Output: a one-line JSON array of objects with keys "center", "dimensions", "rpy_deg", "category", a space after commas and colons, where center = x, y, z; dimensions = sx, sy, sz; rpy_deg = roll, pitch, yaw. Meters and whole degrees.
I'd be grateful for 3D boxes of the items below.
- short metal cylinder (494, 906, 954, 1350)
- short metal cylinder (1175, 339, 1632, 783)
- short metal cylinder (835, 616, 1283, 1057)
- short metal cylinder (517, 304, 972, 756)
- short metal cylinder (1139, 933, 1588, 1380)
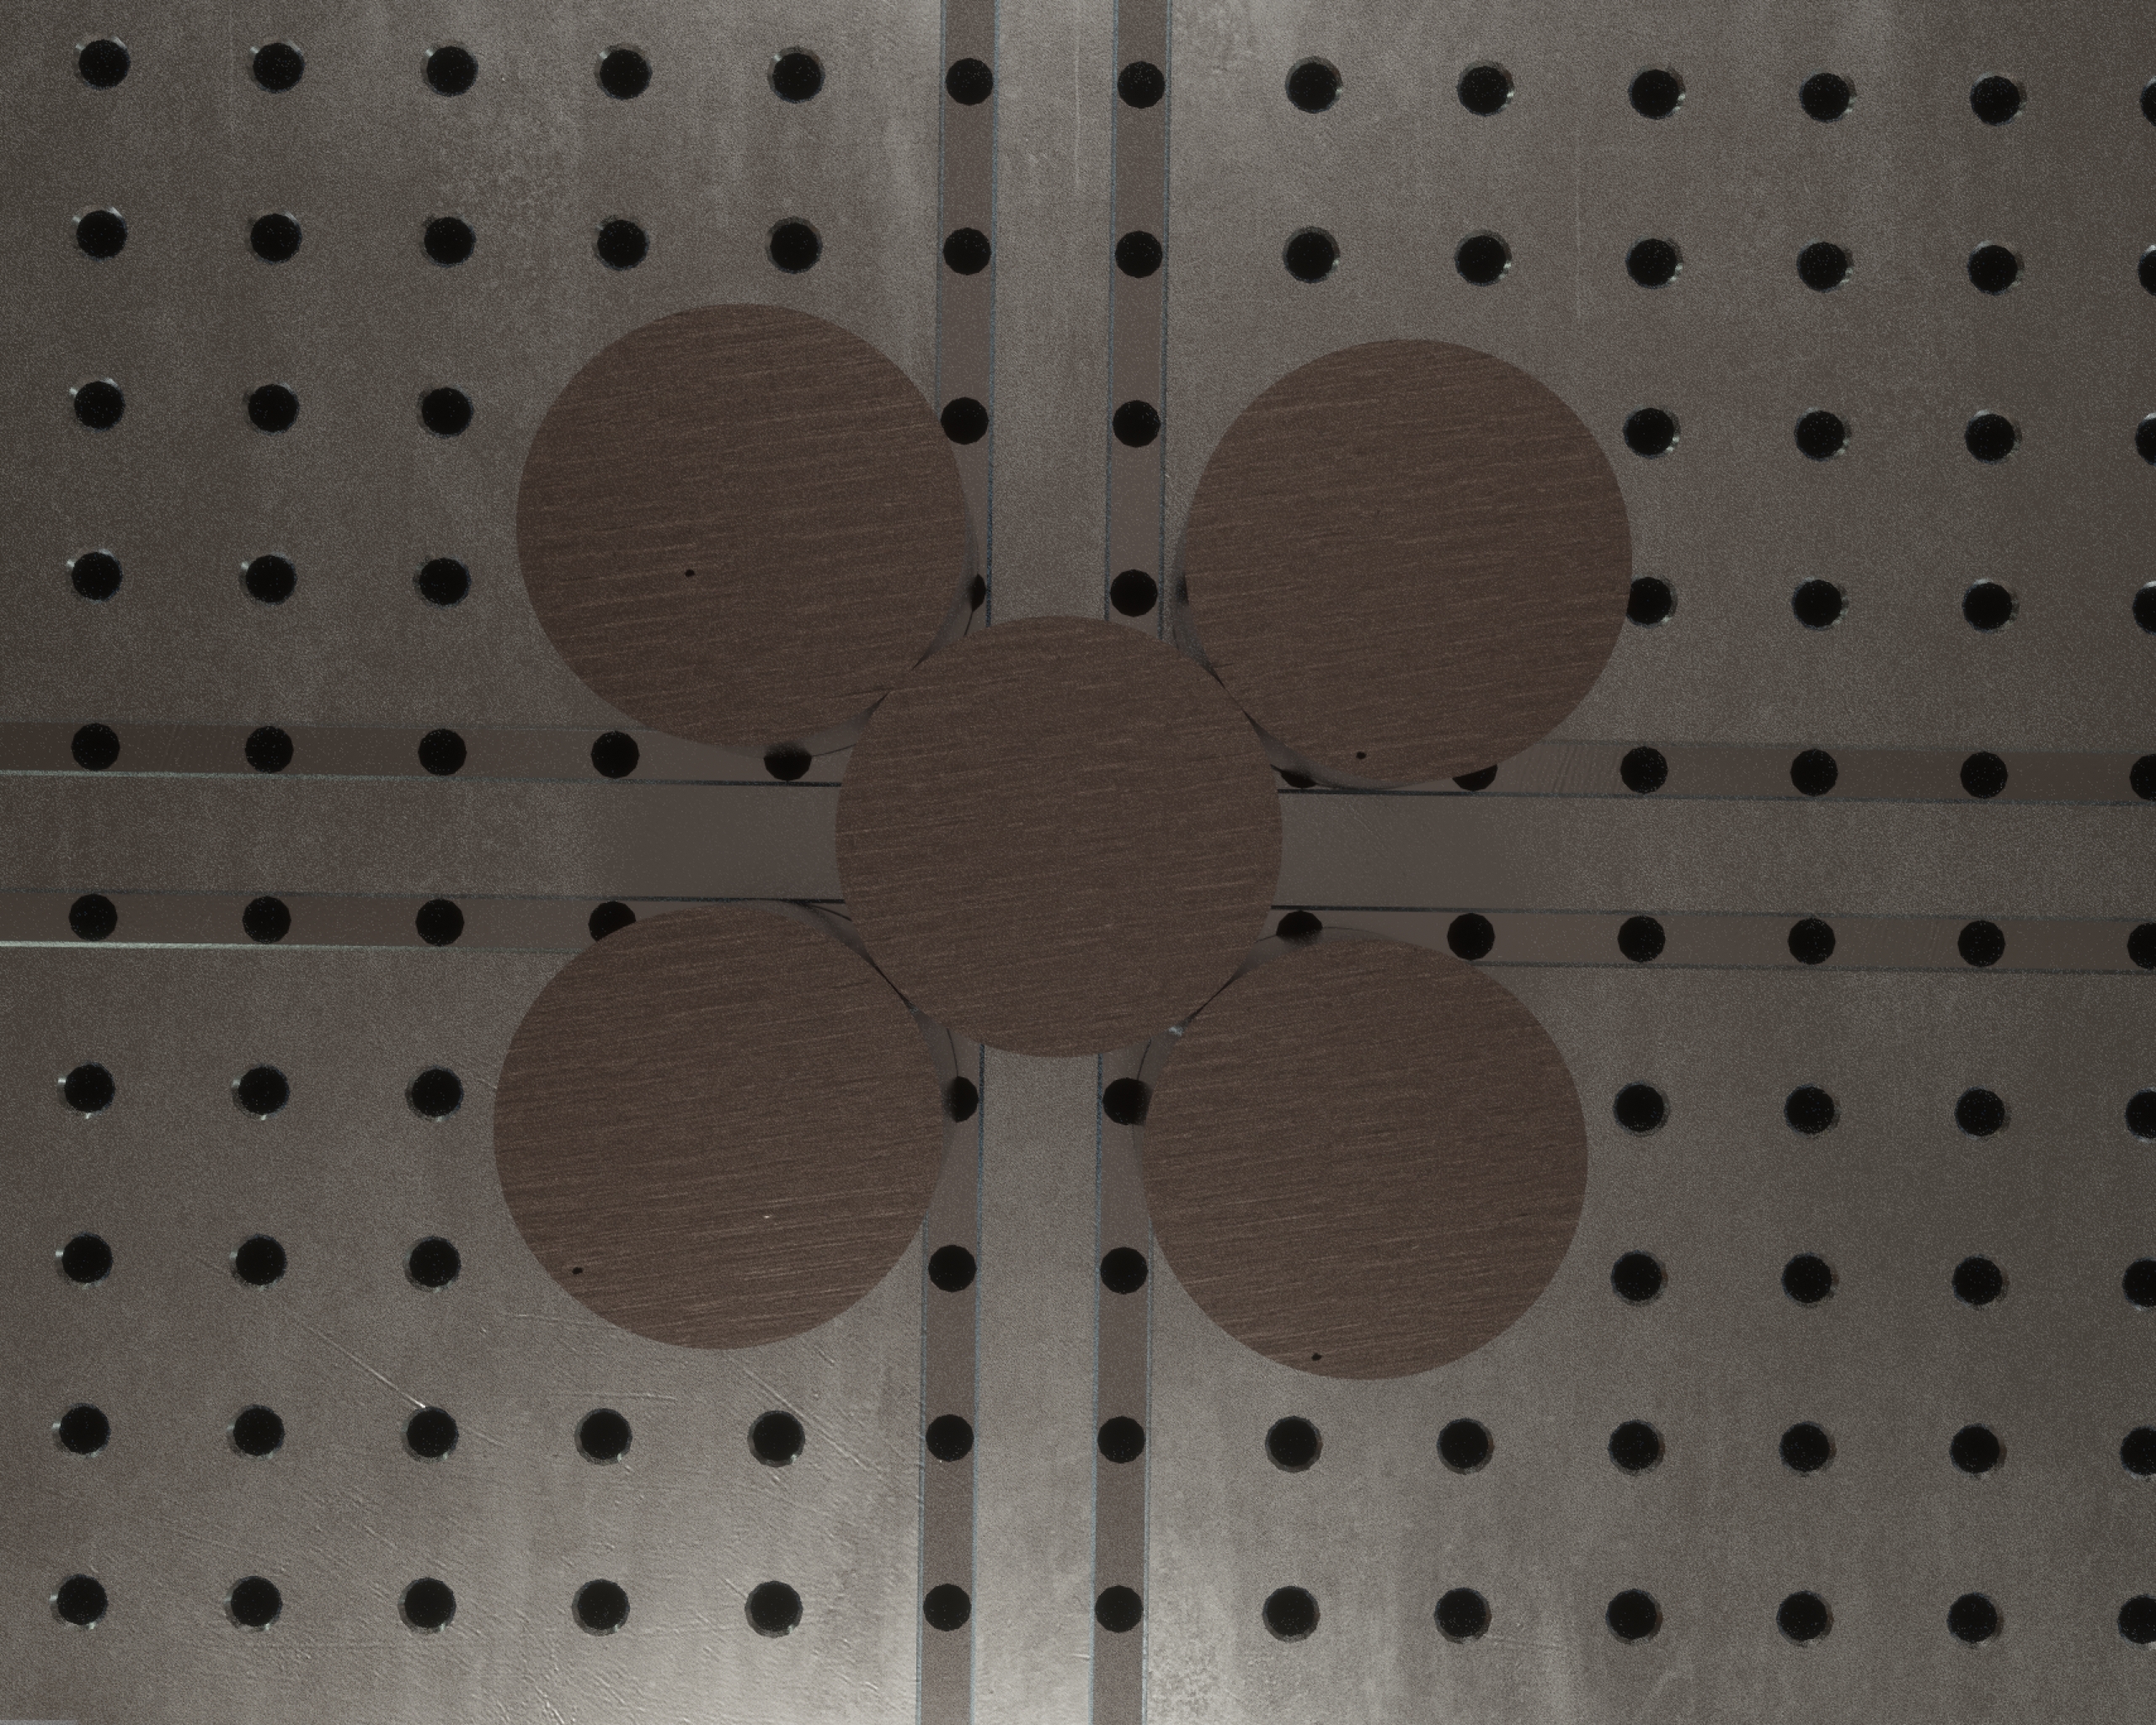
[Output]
[{"center": [-0.065, 0.047, 0.399], "dimensions": [0.081, 0.050, 0.079], "rpy_deg": [0, 90, -1], "category": "short metal cylinder"}, {"center": [0.059, -0.054, 0.399], "dimensions": [0.081, 0.050, 0.079], "rpy_deg": [0, 90, -1], "category": "short metal cylinder"}, {"center": [-0.003, -0.005, 0.400], "dimensions": [0.081, 0.050, 0.079], "rpy_deg": [0, 90, -1], "category": "short metal cylinder"}, {"center": [-0.061, -0.061, 0.399], "dimensions": [0.081, 0.050, 0.079], "rpy_deg": [0, 90, -1], "category": "short metal cylinder"}, {"center": [0.052, 0.053, 0.401], "dimensions": [0.081, 0.050, 0.079], "rpy_deg": [0, 90, -1], "category": "short metal cylinder"}]
